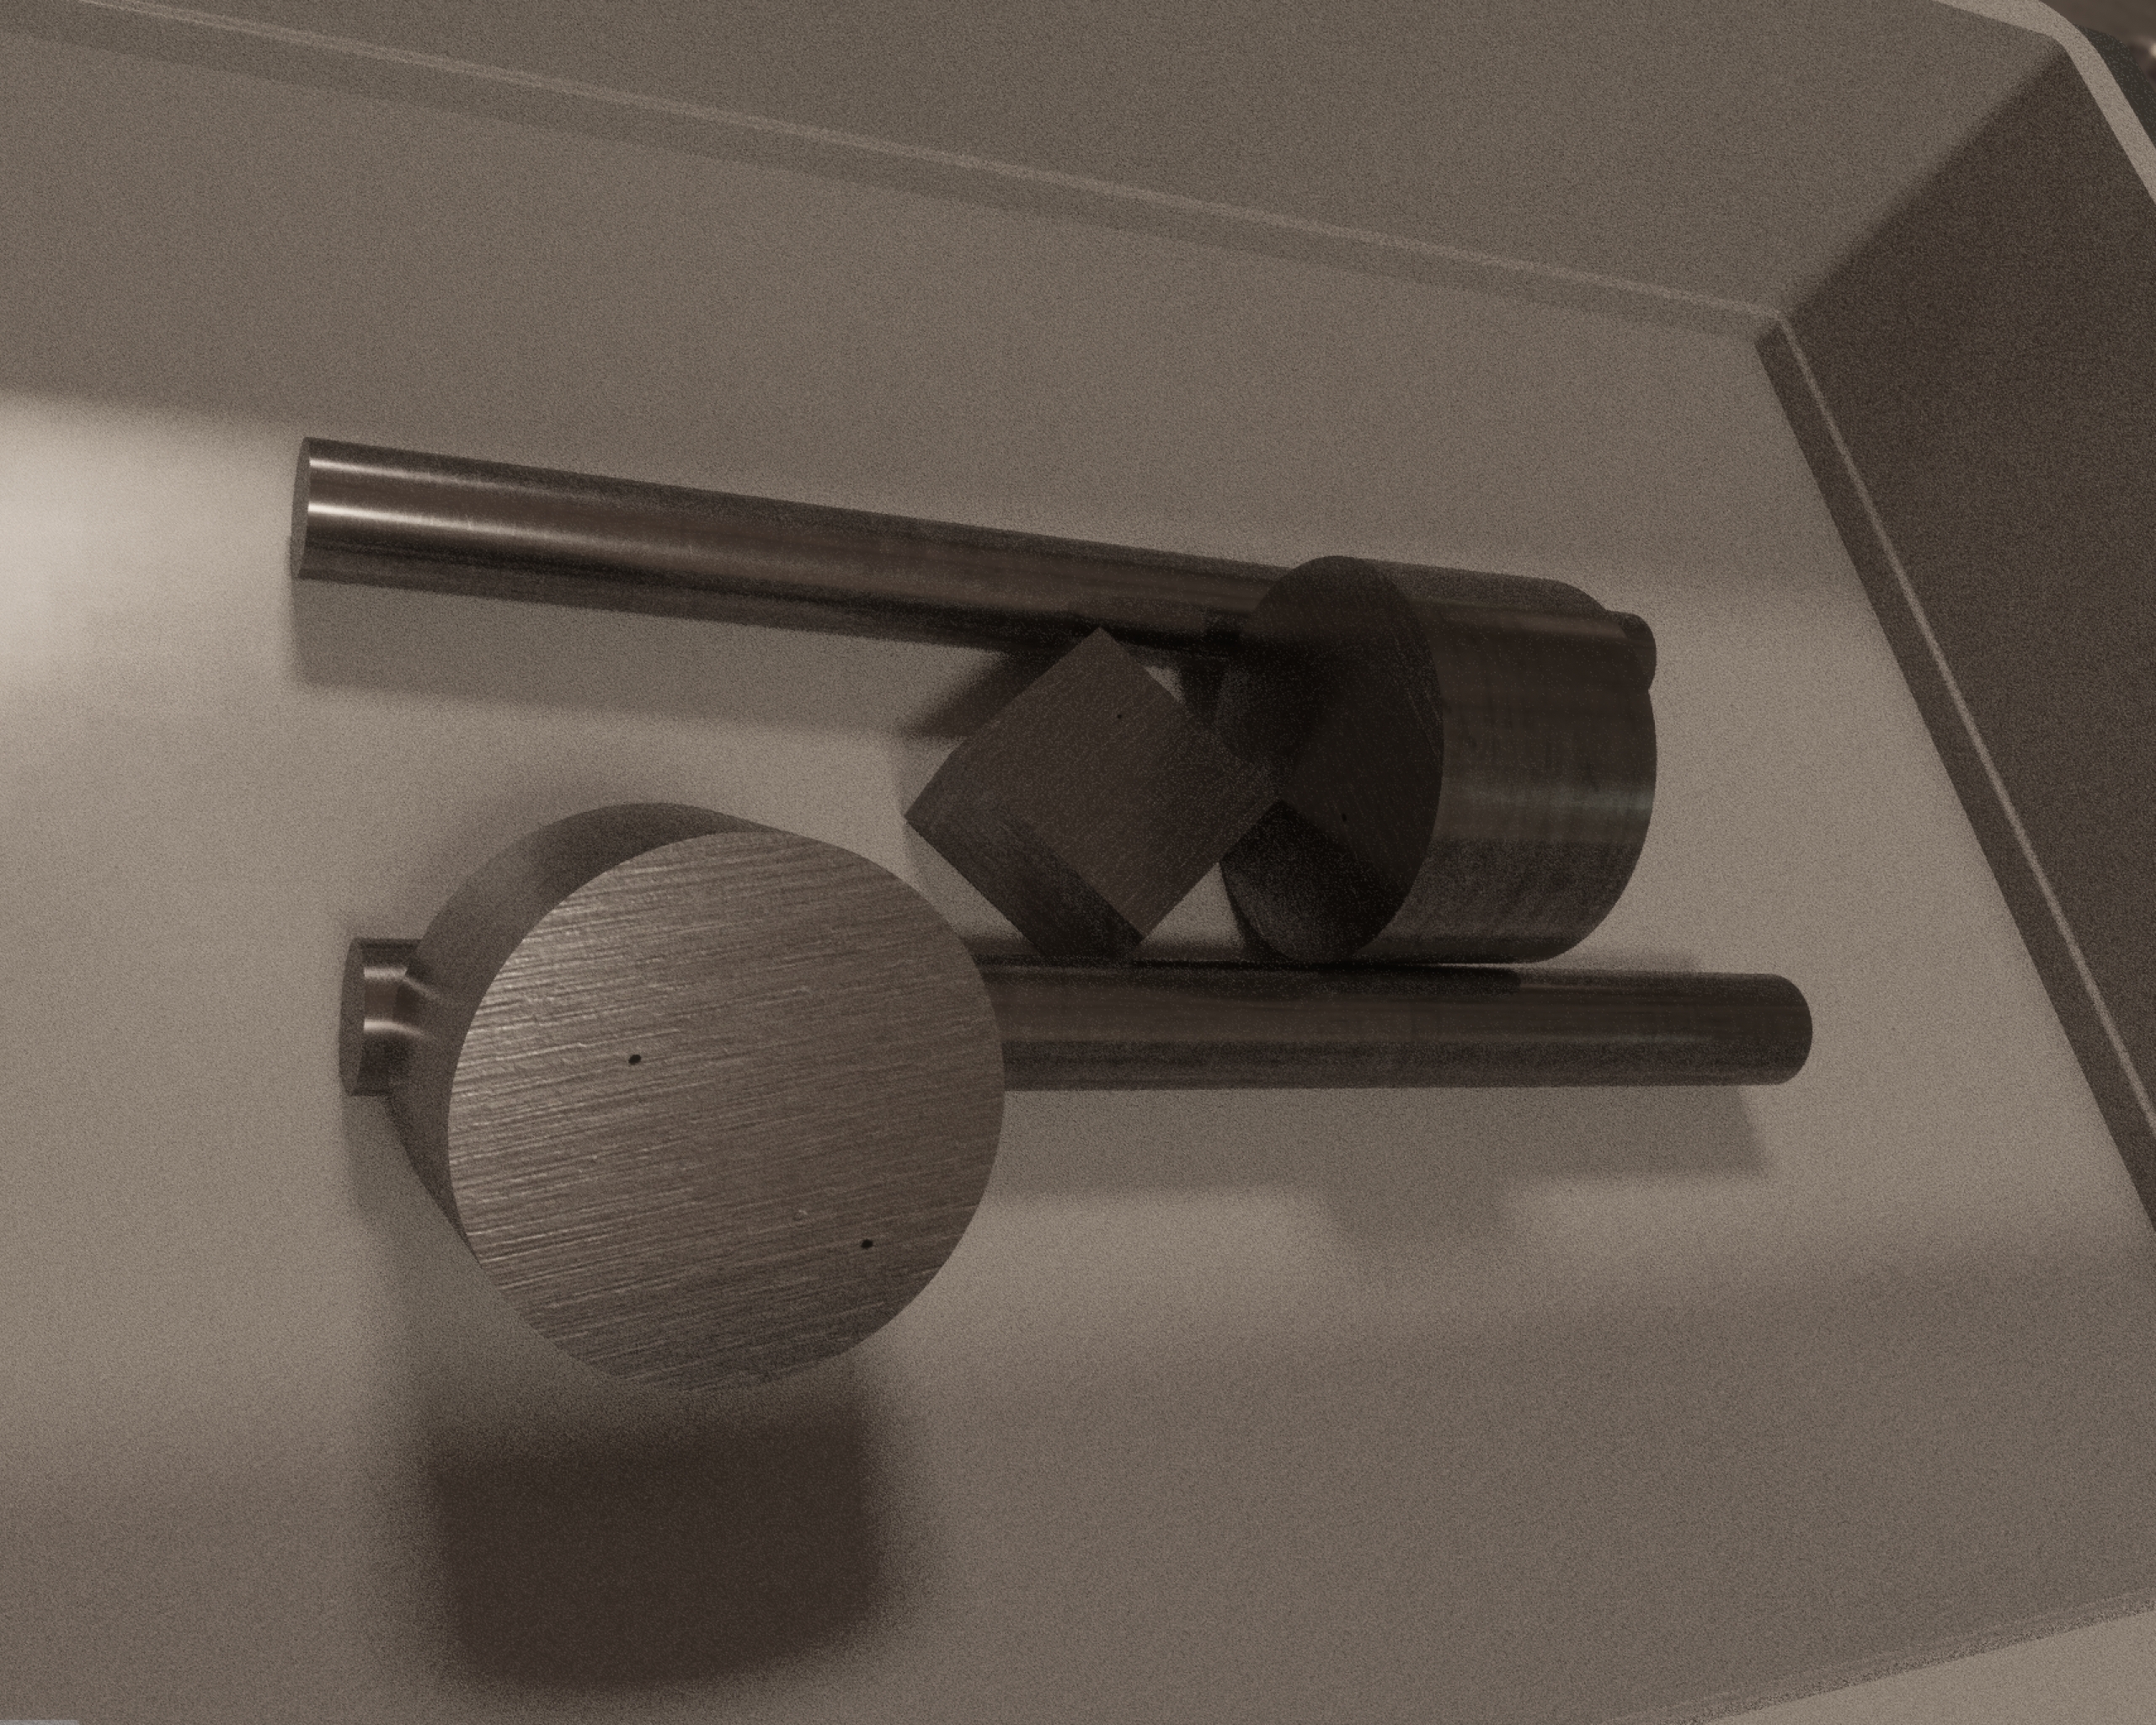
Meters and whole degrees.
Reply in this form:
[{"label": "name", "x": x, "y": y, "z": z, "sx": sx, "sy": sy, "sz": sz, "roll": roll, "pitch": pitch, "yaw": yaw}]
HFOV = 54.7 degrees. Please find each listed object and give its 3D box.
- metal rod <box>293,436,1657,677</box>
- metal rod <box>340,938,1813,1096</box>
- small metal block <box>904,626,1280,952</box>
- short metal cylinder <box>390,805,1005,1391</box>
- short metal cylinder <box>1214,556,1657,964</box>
[{"label": "metal rod", "x": -0.003, "y": -0.055, "z": 0.437, "sx": 0.303, "sy": 0.025, "sz": 0.025, "roll": 3, "pitch": 61, "yaw": -27}, {"label": "metal rod", "x": 0.020, "y": 0.031, "z": 0.397, "sx": 0.303, "sy": 0.025, "sz": 0.025, "roll": 3, "pitch": 61, "yaw": -27}, {"label": "small metal block", "x": 0.003, "y": -0.011, "z": 0.413, "sx": 0.050, "sy": 0.025, "sz": 0.050, "roll": 44, "pitch": 51, "yaw": 2}, {"label": "short metal cylinder", "x": -0.058, "y": 0.033, "z": 0.315, "sx": 0.081, "sy": 0.050, "sz": 0.079, "roll": -3, "pitch": 97, "yaw": -27}, {"label": "short metal cylinder", "x": 0.069, "y": -0.019, "z": 0.420, "sx": 0.050, "sy": 0.080, "sz": 0.080, "roll": 2, "pitch": 61, "yaw": -28}]
